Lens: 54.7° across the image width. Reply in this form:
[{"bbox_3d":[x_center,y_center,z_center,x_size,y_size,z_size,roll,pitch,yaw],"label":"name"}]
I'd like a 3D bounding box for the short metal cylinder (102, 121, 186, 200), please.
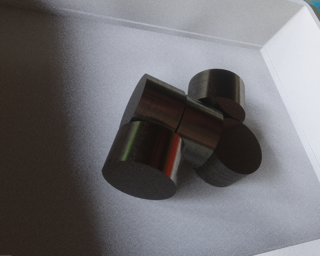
[{"bbox_3d":[-0.016,0.037,0.338,0.080,0.080,0.050,26,53,-13],"label":"short metal cylinder"}]

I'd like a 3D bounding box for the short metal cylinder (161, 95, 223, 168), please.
[{"bbox_3d":[0.035,0.004,0.387,0.050,0.080,0.080,24,53,-14],"label":"short metal cylinder"}]

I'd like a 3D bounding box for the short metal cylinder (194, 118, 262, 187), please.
[{"bbox_3d":[0.088,0.033,0.416,0.081,0.050,0.080,14,56,-21],"label":"short metal cylinder"}]

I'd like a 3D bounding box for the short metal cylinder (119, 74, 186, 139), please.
[{"bbox_3d":[-0.011,-0.019,0.375,0.050,0.080,0.080,23,53,-15],"label":"short metal cylinder"}]

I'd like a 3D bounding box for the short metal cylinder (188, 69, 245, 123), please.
[{"bbox_3d":[0.078,-0.037,0.434,0.080,0.080,0.050,21,54,-16],"label":"short metal cylinder"}]
